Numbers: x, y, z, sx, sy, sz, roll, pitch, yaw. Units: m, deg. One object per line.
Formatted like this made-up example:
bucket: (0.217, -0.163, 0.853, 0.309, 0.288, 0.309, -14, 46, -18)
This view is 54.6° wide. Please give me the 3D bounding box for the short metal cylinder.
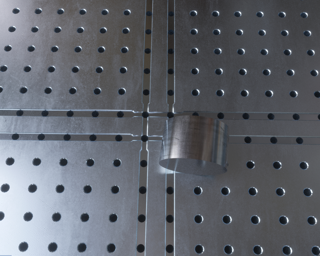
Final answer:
short metal cylinder: (0.042, 0.023, 0.374, 0.080, 0.080, 0.050, 7, 70, 3)
